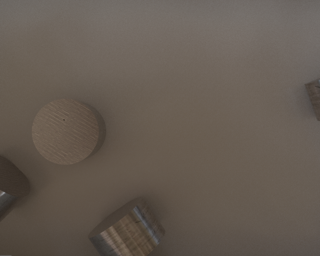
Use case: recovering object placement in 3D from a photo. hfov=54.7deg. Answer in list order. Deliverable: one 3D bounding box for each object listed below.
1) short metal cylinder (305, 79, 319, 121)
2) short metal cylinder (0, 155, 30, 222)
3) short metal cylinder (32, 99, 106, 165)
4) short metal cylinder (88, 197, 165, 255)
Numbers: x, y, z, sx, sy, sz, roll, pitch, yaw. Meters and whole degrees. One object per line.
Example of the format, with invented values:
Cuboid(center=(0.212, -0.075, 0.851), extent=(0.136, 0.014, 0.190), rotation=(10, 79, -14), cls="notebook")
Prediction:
Cuboid(center=(0.230, -0.045, 0.385), extent=(0.080, 0.080, 0.050), rotation=(-20, 90, 0), cls="short metal cylinder")
Cuboid(center=(-0.211, 0.073, 0.382), extent=(0.050, 0.080, 0.080), rotation=(-45, 90, 0), cls="short metal cylinder")
Cuboid(center=(-0.114, 0.004, 0.398), extent=(0.081, 0.050, 0.080), rotation=(0, 90, 0), cls="short metal cylinder")
Cuboid(center=(-0.041, 0.130, 0.384), extent=(0.080, 0.080, 0.050), rotation=(-34, 90, 0), cls="short metal cylinder")
